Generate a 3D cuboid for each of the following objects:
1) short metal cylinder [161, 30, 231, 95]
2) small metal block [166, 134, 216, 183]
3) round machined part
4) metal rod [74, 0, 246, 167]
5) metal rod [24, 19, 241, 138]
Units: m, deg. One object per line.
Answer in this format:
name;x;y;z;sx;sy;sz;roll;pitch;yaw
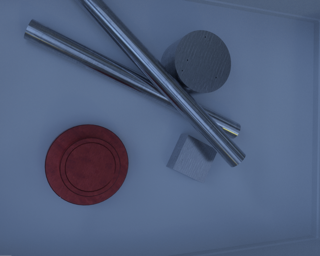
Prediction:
short metal cylinder;0.047;-0.084;0.416;0.081;0.050;0.079;0;90;-21
small metal block;0.044;0.042;0.428;0.050;0.025;0.050;28;81;-18
round machined part;-0.085;0.044;0.371;0.099;0.042;0.097;0;90;-21
metal rod;-0.002;-0.066;0.387;0.300;0.025;0.025;46;75;-6
metal rod;-0.021;-0.055;0.403;0.302;0.025;0.025;24;82;-19
